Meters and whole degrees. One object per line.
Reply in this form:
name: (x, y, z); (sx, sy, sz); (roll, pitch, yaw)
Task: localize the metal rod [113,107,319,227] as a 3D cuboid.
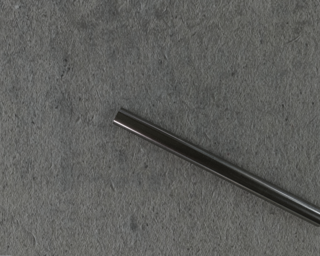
metal rod: (0.078, 0.051, 0.410); (0.301, 0.025, 0.025); (27, 90, 0)
